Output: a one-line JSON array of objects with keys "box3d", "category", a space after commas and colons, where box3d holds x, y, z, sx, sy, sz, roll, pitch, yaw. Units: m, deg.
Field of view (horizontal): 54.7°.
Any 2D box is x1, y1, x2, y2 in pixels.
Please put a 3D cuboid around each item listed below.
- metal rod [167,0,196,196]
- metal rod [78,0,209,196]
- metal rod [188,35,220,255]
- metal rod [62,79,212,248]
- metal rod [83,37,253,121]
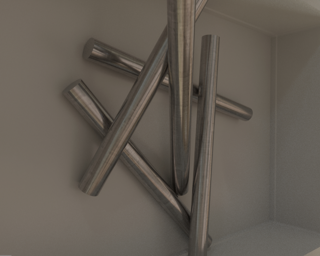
[{"box3d": [0.022, -0.028, 0.336, 0.025, 0.025, 0.298, -38, 142, -33], "category": "metal rod"}, {"box3d": [-0.005, -0.060, 0.323, 0.025, 0.025, 0.299, 24, 100, -38], "category": "metal rod"}, {"box3d": [0.060, 0.023, 0.422, 0.025, 0.025, 0.298, 7, 86, -40], "category": "metal rod"}, {"box3d": [-0.013, 0.063, 0.395, 0.025, 0.025, 0.300, -52, 120, -27], "category": "metal rod"}, {"box3d": [0.035, -0.056, 0.435, 0.302, 0.025, 0.025, 16, 80, -39], "category": "metal rod"}]
